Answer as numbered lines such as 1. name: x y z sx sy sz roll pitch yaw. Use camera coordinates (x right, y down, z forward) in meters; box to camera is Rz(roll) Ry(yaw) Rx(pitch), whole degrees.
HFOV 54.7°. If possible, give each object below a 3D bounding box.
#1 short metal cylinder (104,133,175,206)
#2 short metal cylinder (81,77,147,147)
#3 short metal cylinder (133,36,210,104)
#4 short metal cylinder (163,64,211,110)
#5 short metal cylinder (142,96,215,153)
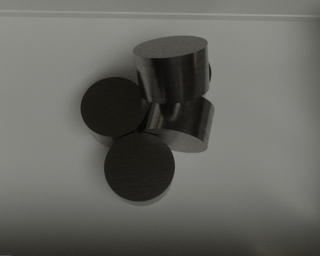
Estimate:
1. short metal cylinder: -0.023 0.051 0.375 0.081 0.050 0.080 0 70 0
2. short metal cylinder: -0.056 -0.019 0.400 0.081 0.050 0.080 0 70 0
3. short metal cylinder: 0.014 -0.067 0.345 0.080 0.050 0.080 -6 30 4
4. short metal cylinder: 0.025 -0.063 0.418 0.081 0.050 0.080 0 70 0
5. short metal cylinder: 0.023 -0.006 0.382 0.080 0.080 0.050 13 71 4
